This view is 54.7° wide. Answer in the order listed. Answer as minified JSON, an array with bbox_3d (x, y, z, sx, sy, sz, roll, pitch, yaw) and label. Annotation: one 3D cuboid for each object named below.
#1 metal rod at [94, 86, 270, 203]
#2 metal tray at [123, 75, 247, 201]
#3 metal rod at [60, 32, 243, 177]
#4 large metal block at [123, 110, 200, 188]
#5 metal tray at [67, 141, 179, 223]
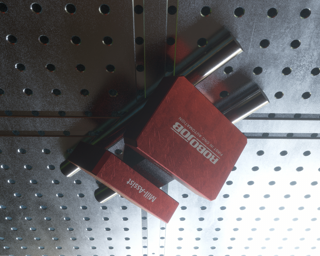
[{"bbox_3d":[0.015,0.035,0.442,0.299,0.025,0.025,-34,123,25],"label":"metal rod"},{"bbox_3d":[0.035,0.014,0.352,0.130,0.030,0.090,39,76,-29],"label":"metal tray"},{"bbox_3d":[-0.028,-0.016,0.398,0.299,0.025,0.025,-35,122,25],"label":"metal rod"},{"bbox_3d":[0.000,0.023,0.394,0.080,0.080,0.050,-34,122,25],"label":"large metal block"},{"bbox_3d":[-0.047,0.069,0.399,0.130,0.030,0.090,42,162,-30],"label":"metal tray"}]
